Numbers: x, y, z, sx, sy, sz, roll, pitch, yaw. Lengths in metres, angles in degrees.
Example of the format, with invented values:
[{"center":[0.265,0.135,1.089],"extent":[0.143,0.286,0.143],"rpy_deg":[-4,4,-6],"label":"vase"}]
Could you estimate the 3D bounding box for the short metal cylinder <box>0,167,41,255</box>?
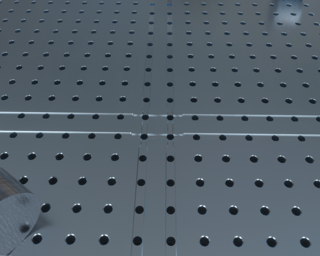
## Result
[{"center":[-0.166,0.084,0.300],"extent":[0.050,0.080,0.080],"rpy_deg":[30,56,23],"label":"short metal cylinder"}]
